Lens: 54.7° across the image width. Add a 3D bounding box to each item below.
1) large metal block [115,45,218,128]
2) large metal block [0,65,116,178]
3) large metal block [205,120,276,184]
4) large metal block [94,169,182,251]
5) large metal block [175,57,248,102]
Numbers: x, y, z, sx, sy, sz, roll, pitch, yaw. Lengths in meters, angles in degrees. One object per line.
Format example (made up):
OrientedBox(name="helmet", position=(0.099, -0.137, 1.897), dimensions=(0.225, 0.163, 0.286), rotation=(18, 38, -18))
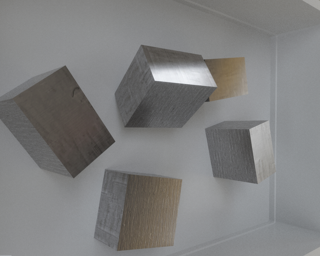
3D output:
OrientedBox(name="large metal block", position=(0.004, -0.043, 0.358), dimensions=(0.081, 0.080, 0.050), rotation=(1, 55, -32))
OrientedBox(name="large metal block", position=(-0.100, -0.005, 0.286), dimensions=(0.050, 0.080, 0.080), rotation=(-44, 117, -31))
OrientedBox(name="large metal block", position=(0.122, 0.033, 0.473), dimensions=(0.050, 0.080, 0.080), rotation=(-19, 102, -38))
OrientedBox(name="large metal block", position=(-0.025, 0.095, 0.370), dimensions=(0.081, 0.050, 0.080), rotation=(13, 82, -39))
OrientedBox(name="large metal block", position=(0.060, -0.063, 0.421), dimensions=(0.081, 0.080, 0.050), rotation=(-13, 99, -39))
